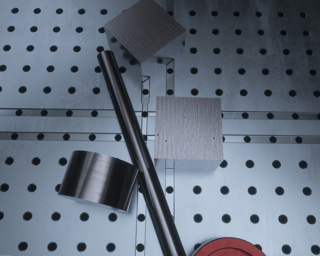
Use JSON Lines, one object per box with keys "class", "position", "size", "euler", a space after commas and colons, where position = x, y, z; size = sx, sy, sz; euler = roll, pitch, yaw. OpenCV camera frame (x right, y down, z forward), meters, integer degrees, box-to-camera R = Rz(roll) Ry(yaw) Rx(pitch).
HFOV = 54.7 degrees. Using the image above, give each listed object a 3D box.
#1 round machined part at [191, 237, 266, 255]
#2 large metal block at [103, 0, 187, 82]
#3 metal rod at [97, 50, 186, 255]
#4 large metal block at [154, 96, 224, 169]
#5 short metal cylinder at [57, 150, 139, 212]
{"class": "round machined part", "position": [0.075, 0.172, 0.340], "size": [0.099, 0.042, 0.098], "euler": [0, 70, 0]}
{"class": "large metal block", "position": [-0.021, -0.128, 0.445], "size": [0.080, 0.050, 0.080], "euler": [-39, 75, -13]}
{"class": "metal rod", "position": [-0.029, 0.027, 0.401], "size": [0.025, 0.025, 0.299], "euler": [-19, 71, -7]}
{"class": "large metal block", "position": [0.035, 0.007, 0.396], "size": [0.081, 0.050, 0.080], "euler": [1, 70, 0]}
{"class": "short metal cylinder", "position": [-0.070, 0.063, 0.359], "size": [0.080, 0.080, 0.050], "euler": [12, 71, 4]}
